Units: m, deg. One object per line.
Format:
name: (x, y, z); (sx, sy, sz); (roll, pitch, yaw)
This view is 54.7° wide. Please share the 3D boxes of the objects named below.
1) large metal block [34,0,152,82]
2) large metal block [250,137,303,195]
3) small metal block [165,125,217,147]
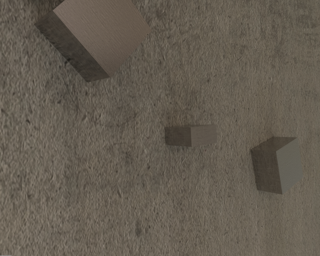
large metal block: (-0.069, -0.108, 0.332); (0.080, 0.050, 0.080); (50, 60, -29)
large metal block: (0.218, 0.066, 0.575); (0.081, 0.050, 0.079); (-21, 103, -38)
small metal block: (0.042, 0.009, 0.426); (0.050, 0.050, 0.025); (-6, 94, -40)
